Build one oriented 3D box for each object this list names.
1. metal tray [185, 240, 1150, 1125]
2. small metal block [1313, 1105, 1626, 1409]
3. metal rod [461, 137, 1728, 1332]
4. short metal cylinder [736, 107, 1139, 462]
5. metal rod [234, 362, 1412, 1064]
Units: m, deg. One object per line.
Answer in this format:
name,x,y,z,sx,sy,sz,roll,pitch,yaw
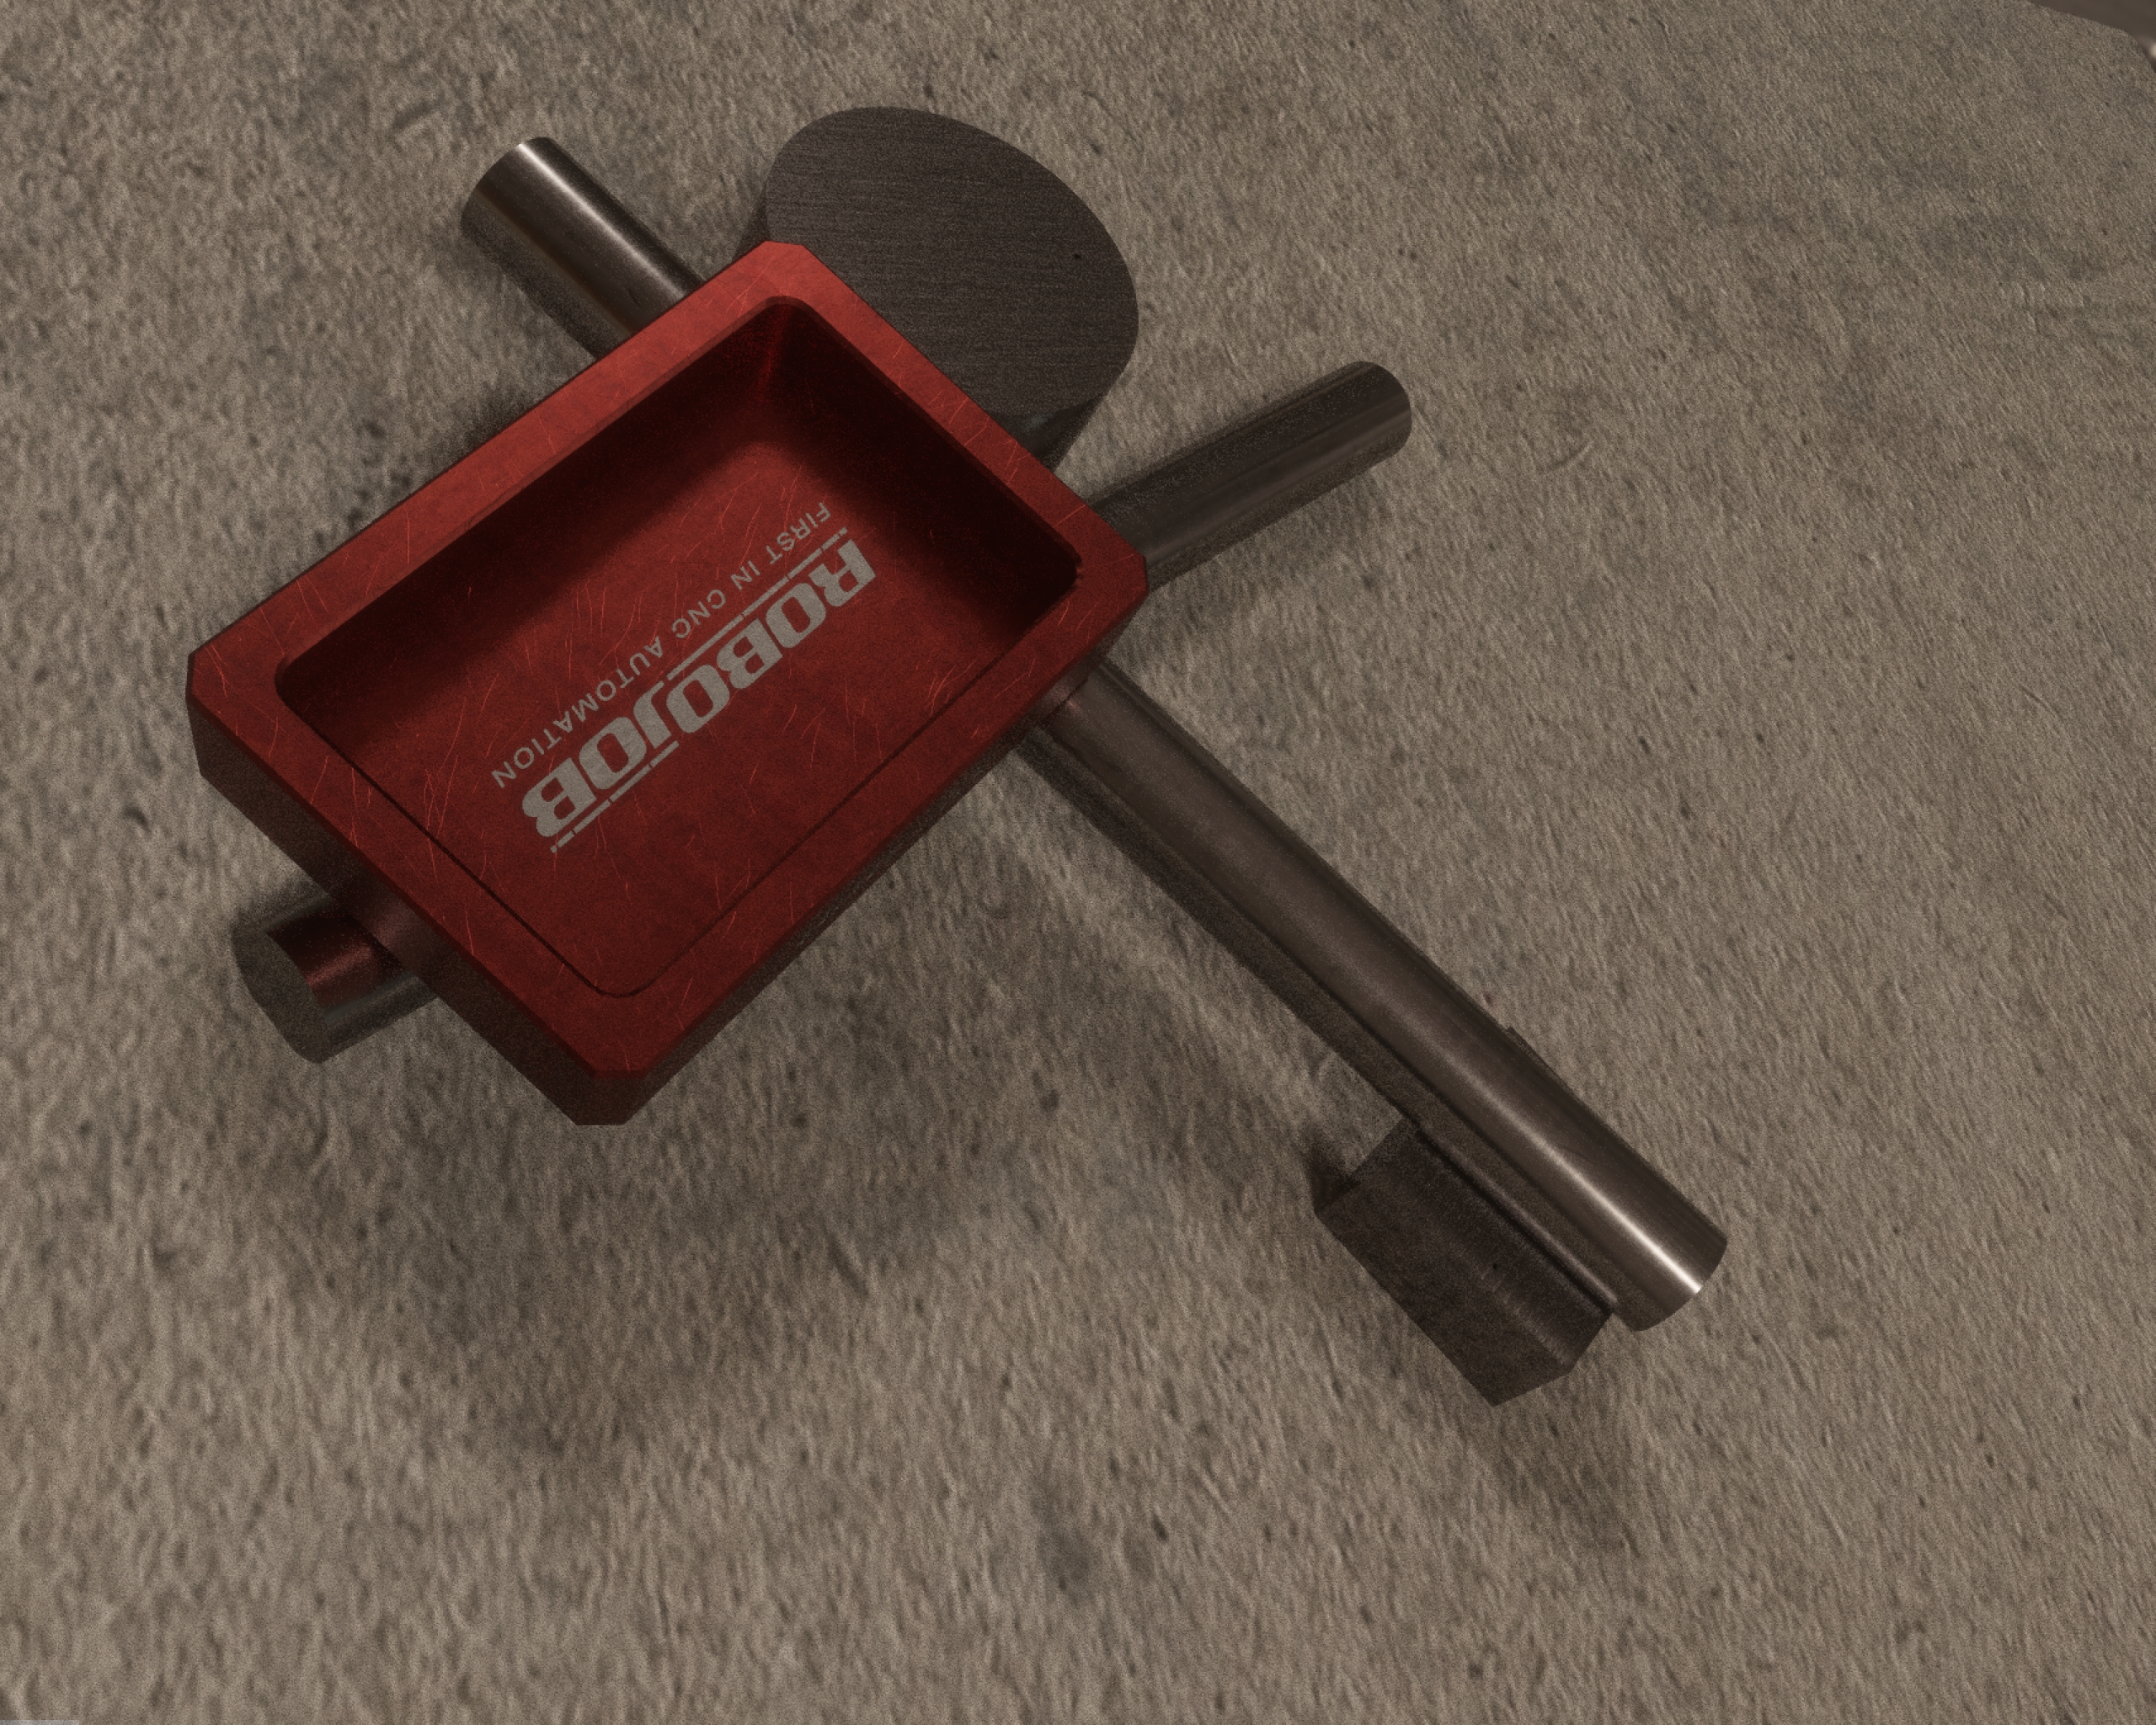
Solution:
metal tray,-0.062,-0.033,0.340,0.090,0.030,0.131,43,62,2
small metal block,0.083,0.069,0.410,0.050,0.025,0.050,47,51,5
metal rod,0.002,-0.025,0.391,0.300,0.025,0.025,43,51,1
short metal cylinder,-0.034,-0.110,0.439,0.081,0.050,0.080,14,56,-21
metal rod,-0.026,-0.045,0.420,0.302,0.025,0.025,-34,81,-38
